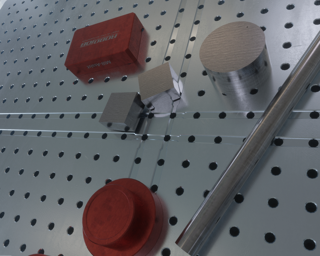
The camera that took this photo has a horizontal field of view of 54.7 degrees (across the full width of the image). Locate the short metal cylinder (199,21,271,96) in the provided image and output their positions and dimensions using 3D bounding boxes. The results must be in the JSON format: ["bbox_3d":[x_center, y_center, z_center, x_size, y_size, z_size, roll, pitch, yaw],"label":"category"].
[{"bbox_3d":[0.097,-0.088,0.395,0.080,0.050,0.080,-13,56,21],"label":"short metal cylinder"}]

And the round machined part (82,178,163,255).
[{"bbox_3d":[-0.050,0.104,0.360,0.098,0.042,0.098,-13,56,21],"label":"round machined part"}]

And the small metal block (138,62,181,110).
[{"bbox_3d":[-0.002,-0.061,0.447,0.050,0.025,0.050,-21,54,15],"label":"small metal block"}]

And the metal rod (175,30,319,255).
[{"bbox_3d":[0.114,0.007,0.343,0.025,0.025,0.300,29,77,37],"label":"metal rod"}]

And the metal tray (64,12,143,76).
[{"bbox_3d":[-0.099,-0.147,0.548,0.130,0.030,0.090,-8,58,24],"label":"metal tray"}]

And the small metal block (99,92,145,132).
[{"bbox_3d":[-0.054,-0.024,0.448,0.050,0.025,0.050,3,63,36],"label":"small metal block"}]

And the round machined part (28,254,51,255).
[{"bbox_3d":[-0.155,0.197,0.358,0.098,0.042,0.098,-13,56,21],"label":"round machined part"}]
